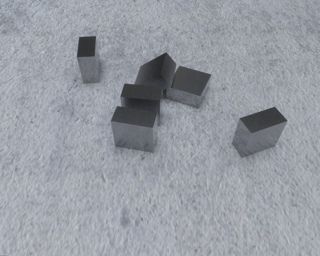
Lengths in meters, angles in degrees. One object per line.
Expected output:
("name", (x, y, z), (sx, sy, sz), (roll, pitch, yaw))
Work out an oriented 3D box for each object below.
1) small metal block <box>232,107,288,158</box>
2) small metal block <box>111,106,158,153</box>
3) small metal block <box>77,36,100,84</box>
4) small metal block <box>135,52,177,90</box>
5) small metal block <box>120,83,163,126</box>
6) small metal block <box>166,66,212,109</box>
("small metal block", (0.122, 0.006, 0.384), (0.050, 0.050, 0.025), (-18, 53, -15))
("small metal block", (-0.030, 0.002, 0.385), (0.050, 0.050, 0.025), (9, 51, 7))
("small metal block", (-0.107, -0.104, 0.473), (0.025, 0.050, 0.050), (-4, 50, -4))
("small metal block", (-0.007, -0.076, 0.450), (0.050, 0.025, 0.050), (-20, 40, 34))
("small metal block", (-0.023, -0.030, 0.412), (0.050, 0.050, 0.025), (6, 51, 4))
("small metal block", (0.042, -0.061, 0.455), (0.050, 0.025, 0.050), (19, 52, 14))
